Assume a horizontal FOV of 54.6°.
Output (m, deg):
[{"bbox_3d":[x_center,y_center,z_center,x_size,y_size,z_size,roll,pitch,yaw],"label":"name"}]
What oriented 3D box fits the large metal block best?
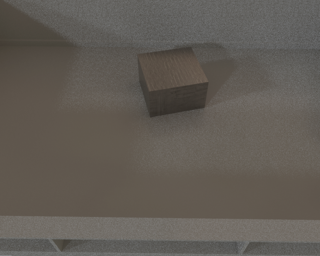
[{"bbox_3d":[0.016,-0.068,0.446,0.081,0.050,0.080,-10,51,-9],"label":"large metal block"}]
